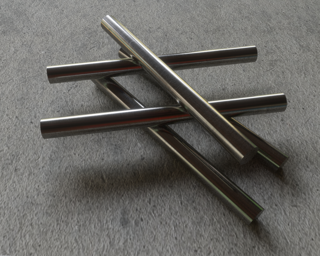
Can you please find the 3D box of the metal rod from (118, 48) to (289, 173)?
[{"bbox_3d":[0.044,-0.041,0.439,0.025,0.025,0.300,-35,59,-26],"label":"metal rod"}]

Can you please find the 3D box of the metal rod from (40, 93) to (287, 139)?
[{"bbox_3d":[0.010,-0.016,0.387,0.302,0.025,0.025,-7,51,-6],"label":"metal rod"}]

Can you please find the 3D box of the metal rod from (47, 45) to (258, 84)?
[{"bbox_3d":[-0.006,-0.093,0.451,0.302,0.025,0.025,-7,51,-7],"label":"metal rod"}]

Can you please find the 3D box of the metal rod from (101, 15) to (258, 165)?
[{"bbox_3d":[0.006,-0.066,0.396,0.025,0.025,0.300,-28,56,-22],"label":"metal rod"}]

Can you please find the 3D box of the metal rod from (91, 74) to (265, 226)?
[{"bbox_3d":[0.003,0.007,0.398,0.025,0.025,0.300,-34,58,-25],"label":"metal rod"}]
